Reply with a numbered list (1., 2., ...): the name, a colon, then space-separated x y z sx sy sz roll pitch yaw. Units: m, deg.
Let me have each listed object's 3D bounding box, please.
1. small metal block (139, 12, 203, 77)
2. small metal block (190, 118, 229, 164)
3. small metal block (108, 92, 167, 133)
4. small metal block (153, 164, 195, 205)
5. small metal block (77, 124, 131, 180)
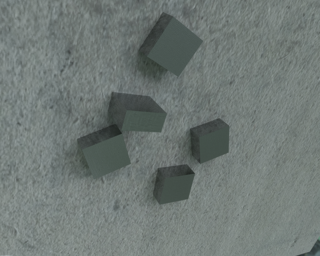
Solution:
1. small metal block: 0.013 -0.095 0.356 0.050 0.025 0.050 26 104 -38
2. small metal block: 0.075 0.019 0.462 0.050 0.025 0.050 -19 126 -18
3. small metal block: -0.028 -0.019 0.365 0.050 0.050 0.025 3 117 -30
4. small metal block: 0.021 0.086 0.473 0.050 0.025 0.050 -4 120 -27
5. small metal block: -0.069 0.030 0.389 0.050 0.025 0.050 -22 127 -15
